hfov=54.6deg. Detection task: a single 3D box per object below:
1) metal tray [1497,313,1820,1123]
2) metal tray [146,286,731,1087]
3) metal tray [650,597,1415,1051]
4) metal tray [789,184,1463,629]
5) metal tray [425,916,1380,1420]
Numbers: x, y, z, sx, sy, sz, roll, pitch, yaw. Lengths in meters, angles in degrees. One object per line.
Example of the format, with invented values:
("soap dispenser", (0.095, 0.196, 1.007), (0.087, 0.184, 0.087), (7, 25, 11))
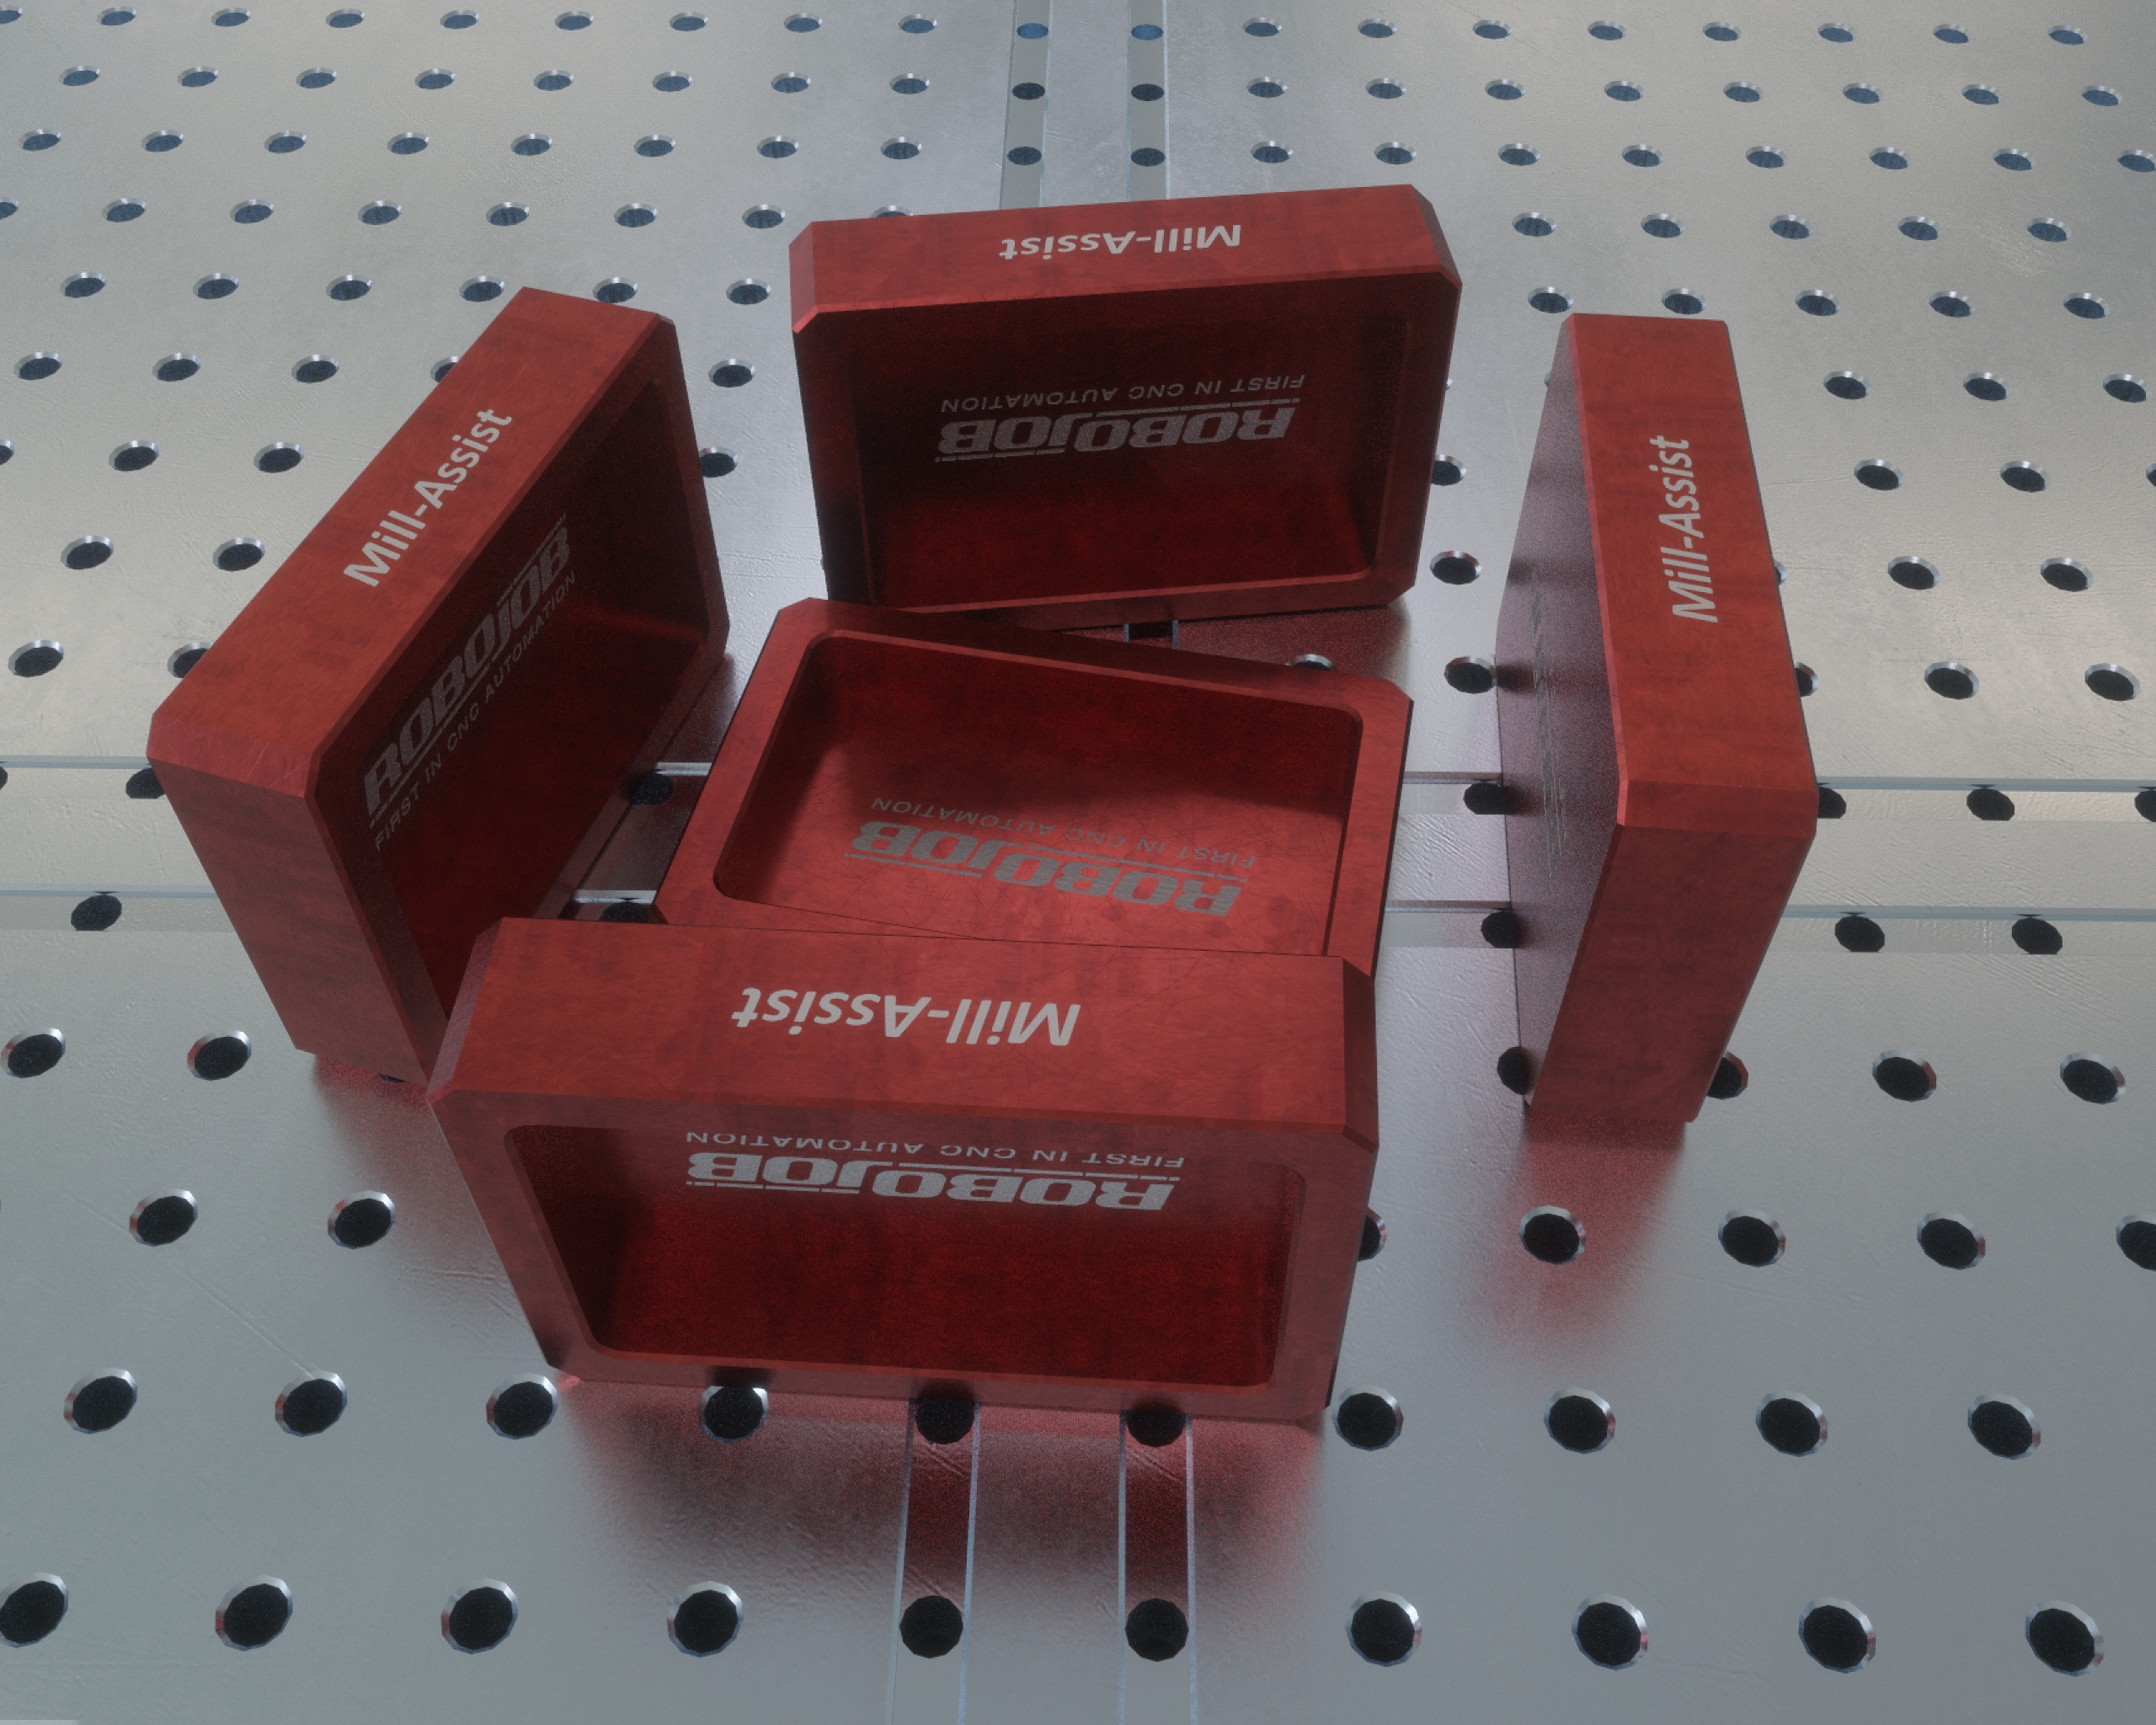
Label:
("metal tray", (0.103, -0.029, 0.390), (0.030, 0.090, 0.130), (4, 50, 3))
("metal tray", (-0.111, -0.035, 0.394), (0.030, 0.090, 0.130), (14, 51, 12))
("metal tray", (-0.005, -0.003, 0.406), (0.131, 0.030, 0.090), (9, 50, 7))
("metal tray", (0.009, -0.093, 0.443), (0.131, 0.090, 0.030), (-5, 50, -4))
("metal tray", (-0.023, 0.050, 0.324), (0.131, 0.090, 0.030), (3, 50, 3))
